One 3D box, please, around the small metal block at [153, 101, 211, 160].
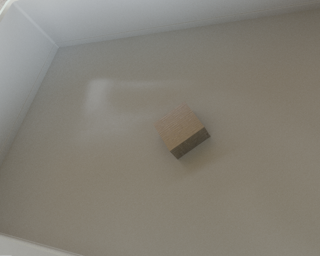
[{"bbox_3d":[0.027,0.003,0.391,0.050,0.025,0.050,-36,51,4],"label":"small metal block"}]
